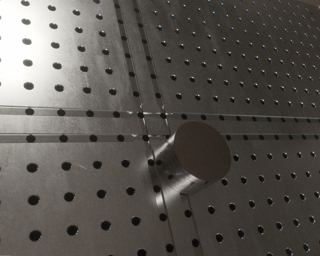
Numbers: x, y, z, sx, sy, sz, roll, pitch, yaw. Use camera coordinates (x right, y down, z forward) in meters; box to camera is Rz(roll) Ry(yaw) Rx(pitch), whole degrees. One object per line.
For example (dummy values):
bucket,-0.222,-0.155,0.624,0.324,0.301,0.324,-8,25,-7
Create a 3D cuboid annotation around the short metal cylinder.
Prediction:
short metal cylinder,0.042,0.038,0.393,0.081,0.050,0.080,14,56,-21
